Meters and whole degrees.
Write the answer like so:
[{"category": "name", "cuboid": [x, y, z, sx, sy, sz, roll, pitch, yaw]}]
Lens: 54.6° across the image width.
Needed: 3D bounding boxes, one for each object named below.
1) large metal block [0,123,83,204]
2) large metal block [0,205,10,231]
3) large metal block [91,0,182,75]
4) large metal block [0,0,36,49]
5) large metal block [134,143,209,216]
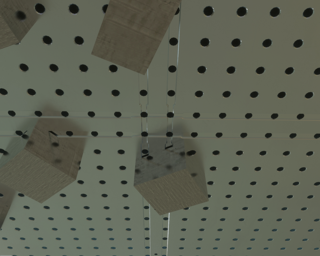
[{"category": "large metal block", "cuboid": [-0.171, 0.052, 0.438, 0.080, 0.050, 0.080, -34, 122, 25]}, {"category": "large metal block", "cuboid": [-0.317, 0.167, 0.534, 0.080, 0.050, 0.080, 23, 126, -19]}, {"category": "large metal block", "cuboid": [-0.020, -0.109, 0.282, 0.050, 0.080, 0.080, 20, 127, -16]}, {"category": "large metal block", "cuboid": [-0.184, -0.116, 0.295, 0.080, 0.050, 0.080, -15, 129, 12]}, {"category": "large metal block", "cuboid": [0.017, 0.078, 0.461, 0.080, 0.050, 0.080, -21, 127, 17]}]
